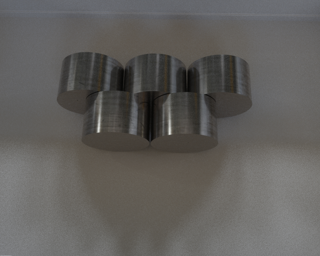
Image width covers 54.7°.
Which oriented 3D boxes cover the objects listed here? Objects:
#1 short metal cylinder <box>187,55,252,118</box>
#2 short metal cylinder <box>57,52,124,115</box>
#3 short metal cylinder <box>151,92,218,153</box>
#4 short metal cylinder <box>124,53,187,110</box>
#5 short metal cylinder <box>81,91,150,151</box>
[{"bbox_3d":[0.075,-0.051,0.397,0.080,0.080,0.050,2,70,0],"label":"short metal cylinder"},{"bbox_3d":[-0.087,-0.054,0.398,0.080,0.080,0.050,1,70,0],"label":"short metal cylinder"},{"bbox_3d":[0.029,-0.004,0.380,0.080,0.080,0.050,1,70,0],"label":"short metal cylinder"},{"bbox_3d":[-0.006,-0.052,0.397,0.080,0.080,0.050,1,70,0],"label":"short metal cylinder"},{"bbox_3d":[-0.053,-0.006,0.380,0.080,0.080,0.050,1,70,0],"label":"short metal cylinder"}]
